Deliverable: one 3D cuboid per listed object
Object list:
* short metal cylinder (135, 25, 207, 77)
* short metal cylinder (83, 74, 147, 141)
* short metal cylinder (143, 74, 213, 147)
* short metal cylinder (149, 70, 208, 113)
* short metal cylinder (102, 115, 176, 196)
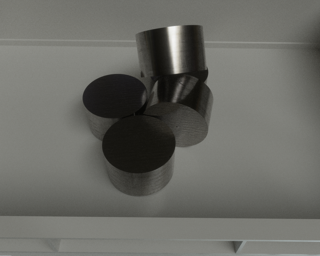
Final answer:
[{"bbox_3d":[0.014,-0.091,0.372,0.080,0.050,0.080,-7,10,1],"label":"short metal cylinder"},{"bbox_3d":[-0.056,-0.026,0.407,0.081,0.050,0.080,0,50,0],"label":"short metal cylinder"},{"bbox_3d":[0.023,-0.021,0.386,0.080,0.080,0.050,10,51,8],"label":"short metal cylinder"},{"bbox_3d":[0.025,-0.062,0.439,0.081,0.050,0.080,0,50,0],"label":"short metal cylinder"},{"bbox_3d":[-0.023,0.031,0.359,0.081,0.050,0.080,0,50,0],"label":"short metal cylinder"}]
